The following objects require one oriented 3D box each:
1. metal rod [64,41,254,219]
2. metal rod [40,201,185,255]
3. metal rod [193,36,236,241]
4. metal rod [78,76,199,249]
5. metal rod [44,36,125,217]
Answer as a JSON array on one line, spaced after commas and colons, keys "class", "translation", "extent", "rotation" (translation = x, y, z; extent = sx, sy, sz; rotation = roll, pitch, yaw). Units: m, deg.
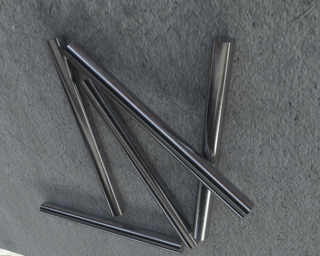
[{"class": "metal rod", "translation": [-0.006, -0.002, 0.386], "extent": [0.300, 0.025, 0.025], "rotation": [43, 129, 7]}, {"class": "metal rod", "translation": [-0.099, 0.178, 0.569], "extent": [0.301, 0.025, 0.025], "rotation": [7, 122, 24]}, {"class": "metal rod", "translation": [0.063, 0.036, 0.395], "extent": [0.025, 0.025, 0.298], "rotation": [14, 124, 20]}, {"class": "metal rod", "translation": [-0.024, 0.058, 0.455], "extent": [0.025, 0.025, 0.299], "rotation": [-21, 107, 36]}, {"class": "metal rod", "translation": [-0.106, 0.013, 0.470], "extent": [0.025, 0.025, 0.298], "rotation": [0, 119, 28]}]
